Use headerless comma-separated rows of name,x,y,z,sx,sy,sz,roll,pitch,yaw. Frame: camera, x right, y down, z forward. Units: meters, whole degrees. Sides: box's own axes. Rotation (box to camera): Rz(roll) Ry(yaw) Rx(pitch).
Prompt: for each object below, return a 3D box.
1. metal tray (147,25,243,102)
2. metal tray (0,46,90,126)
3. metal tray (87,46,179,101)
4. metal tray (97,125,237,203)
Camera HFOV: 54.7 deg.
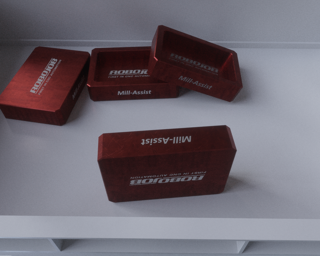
metal tray,0.051,-0.095,0.452,0.131,0.030,0.090,16,47,-12
metal tray,-0.163,-0.066,0.456,0.090,0.030,0.130,8,50,6
metal tray,-0.039,-0.085,0.472,0.131,0.030,0.090,-2,50,-2
metal tray,0.006,0.040,0.328,0.131,0.090,0.030,-4,50,-4
